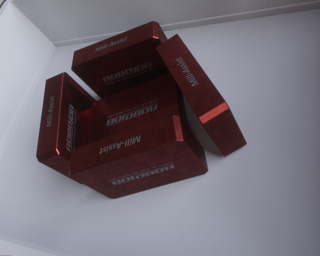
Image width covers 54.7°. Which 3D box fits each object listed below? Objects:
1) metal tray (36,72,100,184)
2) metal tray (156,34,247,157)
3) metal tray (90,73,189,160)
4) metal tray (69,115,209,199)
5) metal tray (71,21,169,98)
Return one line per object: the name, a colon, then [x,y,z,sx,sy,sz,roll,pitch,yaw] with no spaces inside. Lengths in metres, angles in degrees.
metal tray: [-0.118,0.000,0.421,0.030,0.090,0.130,-19,54,17]
metal tray: [0.047,-0.039,0.360,0.030,0.090,0.130,-32,52,8]
metal tray: [-0.031,-0.013,0.422,0.130,0.030,0.090,-18,55,17]
metal tray: [-0.022,0.038,0.348,0.130,0.090,0.030,-19,55,17]
metal tray: [-0.045,-0.088,0.437,0.130,0.090,0.030,-15,56,19]
